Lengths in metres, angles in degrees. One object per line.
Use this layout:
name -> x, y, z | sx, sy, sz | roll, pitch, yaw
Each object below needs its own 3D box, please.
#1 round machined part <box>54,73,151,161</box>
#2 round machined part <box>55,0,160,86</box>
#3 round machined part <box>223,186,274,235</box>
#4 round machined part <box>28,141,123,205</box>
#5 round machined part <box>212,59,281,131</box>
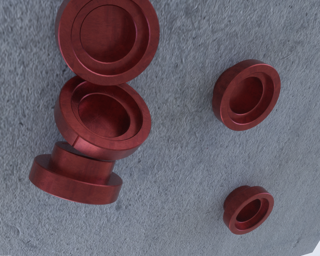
round machined part -> -0.062, -0.008, 0.328 | 0.099, 0.098, 0.042 | 6, 143, -31
round machined part -> -0.053, -0.095, 0.308 | 0.099, 0.042, 0.097 | -14, 124, -21
round machined part -> 0.157, 0.145, 0.571 | 0.099, 0.042, 0.097 | -14, 124, -21
round machined part -> -0.088, 0.045, 0.342 | 0.099, 0.098, 0.042 | 17, 93, -35
round machined part -> 0.113, -0.048, 0.428 | 0.099, 0.042, 0.097 | -14, 124, -21
